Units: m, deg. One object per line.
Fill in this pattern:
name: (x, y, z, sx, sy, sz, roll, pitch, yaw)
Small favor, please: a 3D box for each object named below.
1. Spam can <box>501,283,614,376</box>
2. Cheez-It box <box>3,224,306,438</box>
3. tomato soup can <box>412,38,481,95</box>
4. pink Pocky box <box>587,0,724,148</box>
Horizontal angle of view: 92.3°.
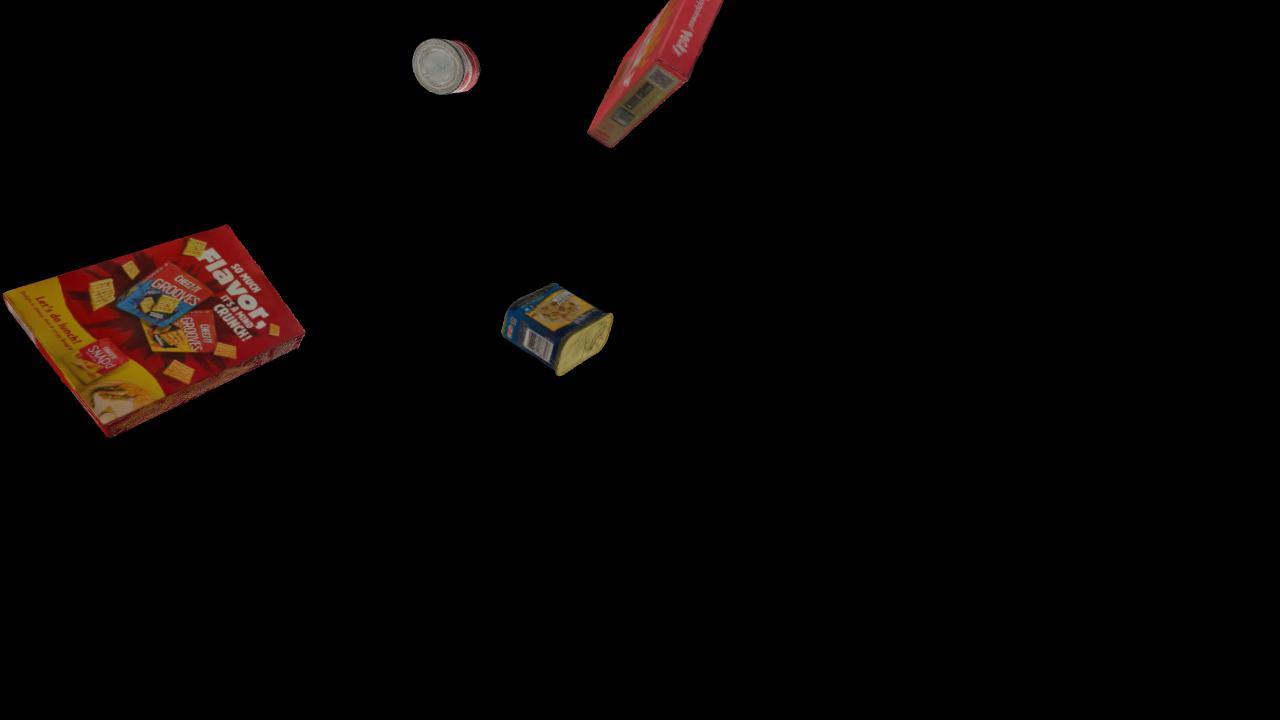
Spam can: (-0.094, -0.038, 0.704, 0.085, 0.058, 0.101, 32, 36, 17)
Cheez-It box: (-0.542, -0.041, 0.712, 0.223, 0.166, 0.071, -38, 7, -40)
tomato soup can: (-0.260, -0.395, 0.829, 0.068, 0.068, 0.101, 0, 25, -1)
pink Pocky box: (0.009, -0.231, 0.485, 0.029, 0.084, 0.155, 27, -9, -21)
